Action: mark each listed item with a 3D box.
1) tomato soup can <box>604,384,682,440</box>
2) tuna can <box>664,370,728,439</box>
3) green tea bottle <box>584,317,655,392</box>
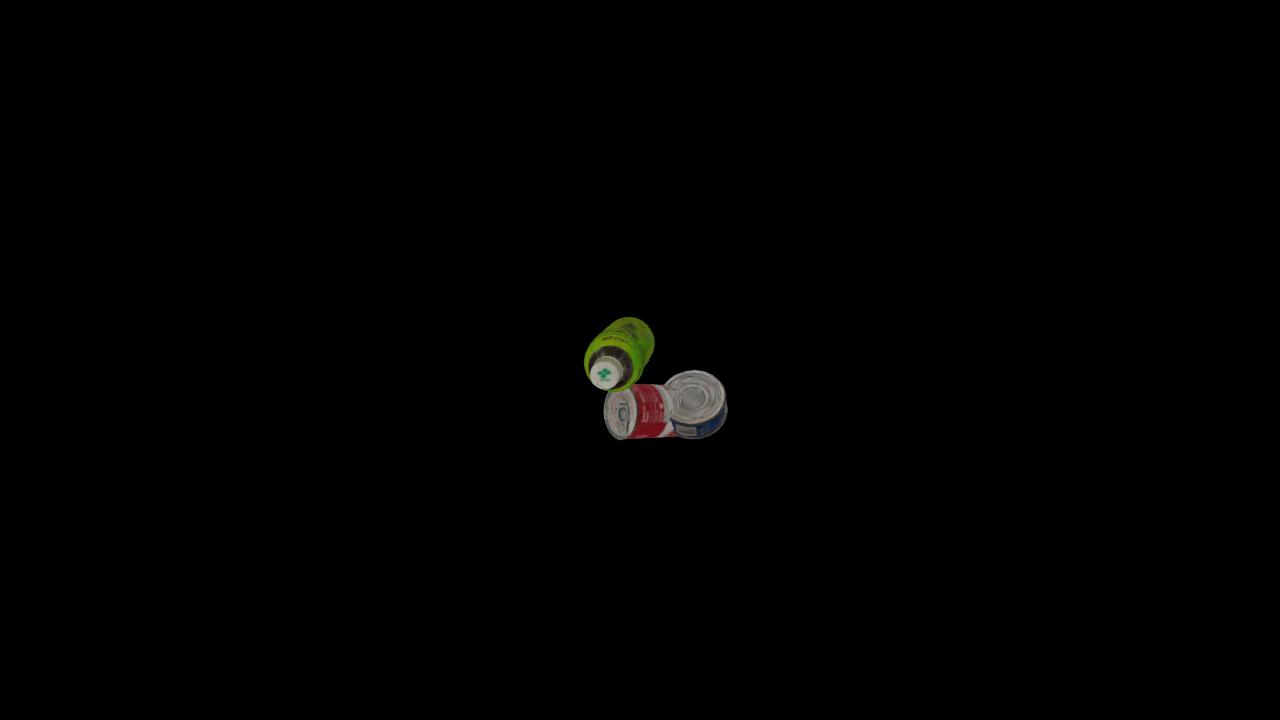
[{"bbox_3d":[0.015,0.062,0.759,0.101,0.068,0.068,2,-1,-38],"label":"tomato soup can"},{"bbox_3d":[0.065,0.054,0.760,0.084,0.084,0.034,0,-38,10],"label":"tuna can"},{"bbox_3d":[-0.026,-0.004,0.733,0.073,0.073,0.212,0,13,8],"label":"green tea bottle"}]
